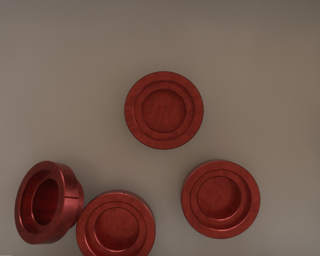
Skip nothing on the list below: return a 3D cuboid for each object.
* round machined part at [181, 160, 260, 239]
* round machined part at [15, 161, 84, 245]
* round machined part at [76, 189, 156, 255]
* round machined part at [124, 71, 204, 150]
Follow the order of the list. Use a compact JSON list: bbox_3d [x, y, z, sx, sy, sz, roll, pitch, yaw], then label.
[{"bbox_3d":[0.075,0.089,0.404,0.099,0.042,0.097,0,90,-1],"label":"round machined part"},{"bbox_3d":[-0.133,0.092,0.385,0.098,0.042,0.098,-13,68,33],"label":"round machined part"},{"bbox_3d":[-0.055,0.128,0.402,0.099,0.042,0.097,0,90,-1],"label":"round machined part"},{"bbox_3d":[0.005,-0.022,0.403,0.099,0.042,0.097,0,90,-1],"label":"round machined part"}]
